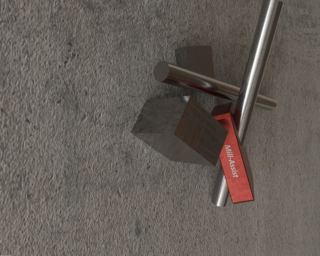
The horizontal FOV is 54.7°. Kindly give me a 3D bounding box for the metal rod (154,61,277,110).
[{"bbox_3d":[0.104,-0.056,0.472,0.302,0.025,0.025,6,86,-47],"label":"metal rod"}]

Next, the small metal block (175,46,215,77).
[{"bbox_3d":[0.051,-0.092,0.450,0.050,0.025,0.050,-14,99,-39],"label":"small metal block"}]

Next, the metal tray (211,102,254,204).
[{"bbox_3d":[0.108,0.034,0.460,0.090,0.030,0.129,-45,118,-69],"label":"metal tray"}]

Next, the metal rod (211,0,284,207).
[{"bbox_3d":[0.118,-0.021,0.438,0.025,0.025,0.298,-7,116,-40],"label":"metal rod"}]

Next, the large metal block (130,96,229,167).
[{"bbox_3d":[0.025,0.005,0.392,0.080,0.080,0.050,38,67,-34],"label":"large metal block"}]
